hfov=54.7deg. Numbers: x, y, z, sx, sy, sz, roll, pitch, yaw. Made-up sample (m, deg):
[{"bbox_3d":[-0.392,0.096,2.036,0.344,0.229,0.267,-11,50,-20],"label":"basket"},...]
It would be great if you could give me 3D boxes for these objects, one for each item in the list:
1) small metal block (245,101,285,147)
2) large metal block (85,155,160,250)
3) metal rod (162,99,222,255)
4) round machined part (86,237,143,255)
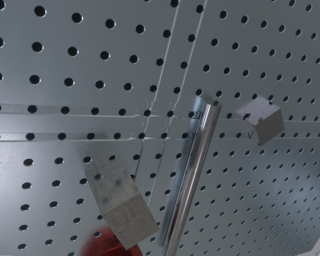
[{"bbox_3d":[0.170,-0.006,0.500,0.050,0.025,0.050,-33,129,-7],"label":"small metal block"},{"bbox_3d":[-0.050,0.097,0.408,0.050,0.080,0.080,-29,128,-10],"label":"large metal block"},{"bbox_3d":[0.045,0.096,0.494,0.025,0.025,0.298,-2,119,-28],"label":"metal rod"},{"bbox_3d":[-0.073,0.227,0.501,0.099,0.042,0.097,-14,124,-21],"label":"round machined part"}]
